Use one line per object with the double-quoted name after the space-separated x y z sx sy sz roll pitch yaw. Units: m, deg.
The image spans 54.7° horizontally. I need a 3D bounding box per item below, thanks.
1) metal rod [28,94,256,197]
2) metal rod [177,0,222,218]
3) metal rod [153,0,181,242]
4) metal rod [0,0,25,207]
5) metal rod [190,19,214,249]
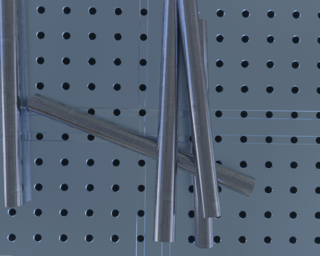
-0.027 0.019 0.396 0.301 0.025 0.025 21 90 6 "metal rod"
0.045 -0.046 0.377 0.025 0.025 0.298 -5 81 -1 "metal rod"
0.011 -0.020 0.379 0.025 0.025 0.299 3 76 -1 "metal rod"
-0.197 -0.047 0.410 0.025 0.025 0.298 -1 90 -1 "metal rod"
0.055 0.007 0.414 0.025 0.025 0.298 -2 90 -1 "metal rod"
